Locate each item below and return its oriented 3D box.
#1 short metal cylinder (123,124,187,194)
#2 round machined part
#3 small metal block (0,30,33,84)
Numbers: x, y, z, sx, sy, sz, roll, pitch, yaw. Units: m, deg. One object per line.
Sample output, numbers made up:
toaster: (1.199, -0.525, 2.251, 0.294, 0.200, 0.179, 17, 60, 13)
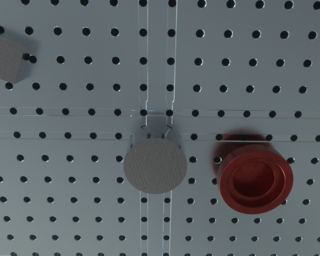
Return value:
short metal cylinder: (-0.006, 0.041, 0.415, 0.081, 0.050, 0.079, 0, 110, 0)
round machined part: (0.128, 0.067, 0.430, 0.099, 0.042, 0.097, 0, 110, 0)
small metal block: (-0.191, -0.088, 0.379, 0.050, 0.025, 0.050, 22, 109, -8)
